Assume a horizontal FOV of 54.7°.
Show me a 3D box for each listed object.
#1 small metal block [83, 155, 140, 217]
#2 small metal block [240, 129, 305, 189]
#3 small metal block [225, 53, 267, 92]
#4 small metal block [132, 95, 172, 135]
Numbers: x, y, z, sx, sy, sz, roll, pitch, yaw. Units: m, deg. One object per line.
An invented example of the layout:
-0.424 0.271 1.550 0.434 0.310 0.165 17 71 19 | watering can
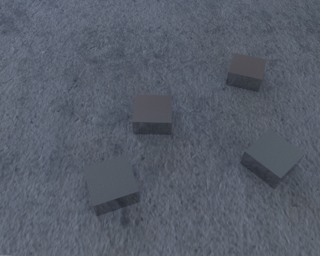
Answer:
-0.054 0.064 0.349 0.050 0.025 0.050 -16 52 -14 | small metal block
0.135 0.037 0.374 0.050 0.025 0.050 -35 58 -26 | small metal block
0.133 -0.086 0.478 0.050 0.025 0.050 15 52 12 | small metal block
-0.009 -0.018 0.419 0.050 0.025 0.050 1 50 1 | small metal block
